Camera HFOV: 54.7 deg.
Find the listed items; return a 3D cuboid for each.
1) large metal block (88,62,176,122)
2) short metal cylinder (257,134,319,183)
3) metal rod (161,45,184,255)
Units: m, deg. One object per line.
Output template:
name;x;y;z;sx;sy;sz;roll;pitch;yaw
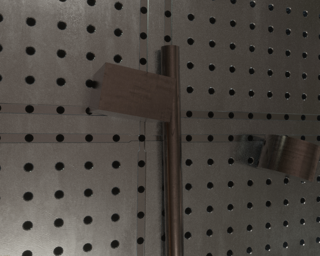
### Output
large metal block;-0.036;-0.038;0.371;0.081;0.080;0.050;10;87;-20
short metal cylinder;0.189;0.045;0.455;0.081;0.080;0.050;19;84;-20
metal rod;0.017;0.040;0.420;0.025;0.025;0.298;-2;91;-20
